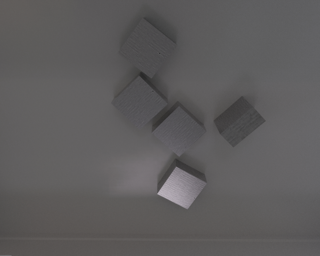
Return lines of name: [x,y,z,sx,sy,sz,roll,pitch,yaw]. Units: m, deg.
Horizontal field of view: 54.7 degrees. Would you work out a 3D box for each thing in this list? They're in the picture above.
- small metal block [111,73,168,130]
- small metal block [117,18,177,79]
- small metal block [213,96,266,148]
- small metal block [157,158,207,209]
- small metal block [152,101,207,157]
small metal block: [-0.026,-0.035,0.398,0.050,0.025,0.050,-42,105,14]
small metal block: [-0.015,-0.097,0.375,0.050,0.025,0.050,36,106,-12]
small metal block: [0.100,-0.009,0.395,0.050,0.050,0.025,-42,105,14]
small metal block: [0.031,0.080,0.441,0.050,0.025,0.050,29,107,-11]
small metal block: [0.025,0.001,0.412,0.050,0.025,0.050,42,105,-14]
